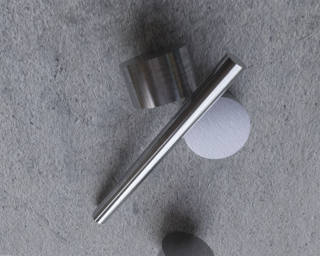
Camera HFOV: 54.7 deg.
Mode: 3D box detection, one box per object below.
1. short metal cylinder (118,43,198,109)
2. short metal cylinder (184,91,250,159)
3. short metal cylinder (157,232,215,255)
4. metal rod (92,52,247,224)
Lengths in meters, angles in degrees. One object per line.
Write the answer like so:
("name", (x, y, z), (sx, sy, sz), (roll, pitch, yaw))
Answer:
("short metal cylinder", (-0.001, -0.061, 0.358), (0.080, 0.080, 0.050), (-16, 109, 6))
("short metal cylinder", (0.068, -0.007, 0.394), (0.081, 0.050, 0.079), (0, 110, 0))
("short metal cylinder", (0.034, 0.200, 0.454), (0.080, 0.080, 0.050), (15, 109, -6))
("metal rod", (-0.006, 0.032, 0.383), (0.025, 0.025, 0.298), (33, 121, -12))
